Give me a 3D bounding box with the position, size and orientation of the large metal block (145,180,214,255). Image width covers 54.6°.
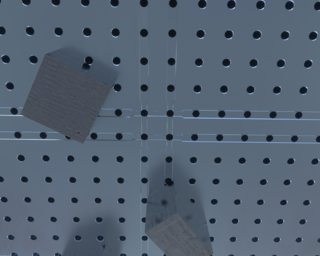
[{"bbox_3d":[0.025,0.134,0.433,0.050,0.080,0.080,-36,106,12],"label":"large metal block"}]

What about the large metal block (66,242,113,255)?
[{"bbox_3d":[-0.114,0.231,0.468,0.080,0.080,0.050,-21,109,7],"label":"large metal block"}]

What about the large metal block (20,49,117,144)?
[{"bbox_3d":[-0.110,-0.040,0.385,0.080,0.050,0.080,27,108,-10],"label":"large metal block"}]
